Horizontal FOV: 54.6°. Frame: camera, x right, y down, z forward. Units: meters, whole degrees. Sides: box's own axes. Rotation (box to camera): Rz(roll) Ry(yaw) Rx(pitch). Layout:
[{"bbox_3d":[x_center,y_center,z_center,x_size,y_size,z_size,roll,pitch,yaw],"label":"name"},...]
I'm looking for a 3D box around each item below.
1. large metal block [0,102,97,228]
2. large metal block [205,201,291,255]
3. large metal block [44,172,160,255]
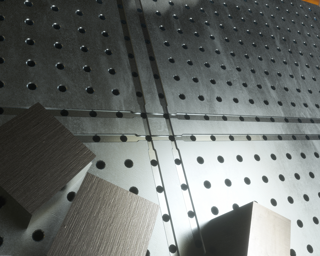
[{"bbox_3d":[-0.125,0.035,0.304,0.080,0.050,0.080,43,51,1],"label":"large metal block"},{"bbox_3d":[0.093,0.137,0.338,0.050,0.080,0.080,28,52,-10],"label":"large metal block"},{"bbox_3d":[-0.056,0.102,0.300,0.080,0.050,0.080,28,52,-11],"label":"large metal block"}]
